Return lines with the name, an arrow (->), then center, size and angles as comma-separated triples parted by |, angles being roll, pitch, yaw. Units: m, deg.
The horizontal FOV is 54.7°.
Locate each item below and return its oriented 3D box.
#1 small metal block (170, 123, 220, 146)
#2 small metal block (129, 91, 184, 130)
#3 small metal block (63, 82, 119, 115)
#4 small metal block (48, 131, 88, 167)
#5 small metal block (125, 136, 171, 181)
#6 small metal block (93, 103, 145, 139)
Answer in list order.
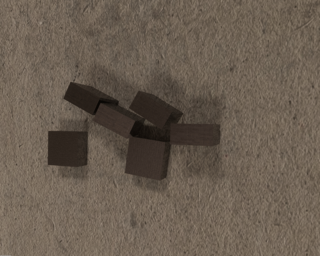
small metal block -> 0.044, 0.007, 0.380 | 0.050, 0.050, 0.025 | 1, 91, 19
small metal block -> -0.004, -0.022, 0.396 | 0.050, 0.050, 0.025 | 33, 101, 16
small metal block -> -0.094, -0.039, 0.428 | 0.050, 0.050, 0.025 | 28, 100, 18
small metal block -> -0.136, 0.030, 0.455 | 0.050, 0.025, 0.050 | 1, 90, 19
small metal block -> -0.016, 0.039, 0.414 | 0.050, 0.025, 0.050 | 9, 93, 19
small metal block -> -0.052, -0.011, 0.410 | 0.050, 0.050, 0.025 | 27, 99, 9
